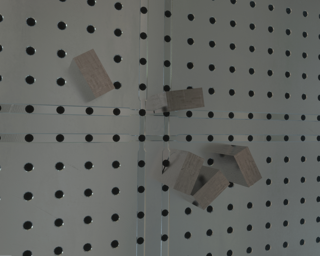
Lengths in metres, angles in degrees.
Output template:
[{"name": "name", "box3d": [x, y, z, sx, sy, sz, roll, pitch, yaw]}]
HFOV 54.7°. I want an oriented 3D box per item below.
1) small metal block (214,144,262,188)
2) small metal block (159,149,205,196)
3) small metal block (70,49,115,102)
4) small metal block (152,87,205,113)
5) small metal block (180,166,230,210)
[{"name": "small metal block", "box3d": [0.111, 0.053, 0.442, 0.025, 0.050, 0.050, -30, 100, -18]}, {"name": "small metal block", "box3d": [0.028, 0.057, 0.411, 0.025, 0.050, 0.050, 26, 81, -19]}, {"name": "small metal block", "box3d": [-0.082, -0.061, 0.370, 0.025, 0.050, 0.050, -32, 101, -17]}, {"name": "small metal block", "box3d": [0.023, -0.036, 0.409, 0.050, 0.050, 0.025, -9, 93, -20]}, {"name": "small metal block", "box3d": [0.058, 0.079, 0.422, 0.050, 0.050, 0.025, -40, 103, -16]}]
